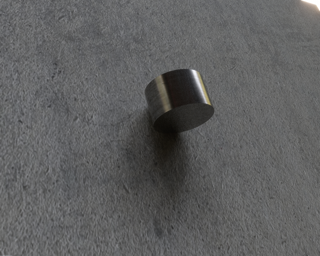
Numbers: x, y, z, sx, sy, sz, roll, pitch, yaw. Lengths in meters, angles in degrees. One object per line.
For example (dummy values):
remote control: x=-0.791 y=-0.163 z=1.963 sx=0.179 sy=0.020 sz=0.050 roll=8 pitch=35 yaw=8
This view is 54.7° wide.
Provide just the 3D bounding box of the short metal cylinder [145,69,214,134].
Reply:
short metal cylinder: x=0.025 y=-0.033 z=0.405 sx=0.081 sy=0.080 sz=0.050 roll=-1 pitch=63 yaw=-29
